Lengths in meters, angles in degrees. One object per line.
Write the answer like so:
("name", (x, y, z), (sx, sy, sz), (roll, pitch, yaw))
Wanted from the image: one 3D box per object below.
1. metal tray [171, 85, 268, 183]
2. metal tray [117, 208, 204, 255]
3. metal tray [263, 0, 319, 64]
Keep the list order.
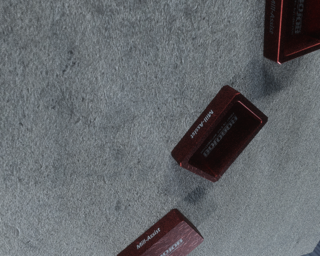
("metal tray", (0.089, 0.012, 0.459), (0.090, 0.030, 0.130), (31, 101, -38))
("metal tray", (0.003, 0.207, 0.533), (0.130, 0.030, 0.090), (-39, 130, -2))
("metal tray", (0.183, -0.159, 0.404), (0.091, 0.030, 0.129), (-22, 127, -15))
